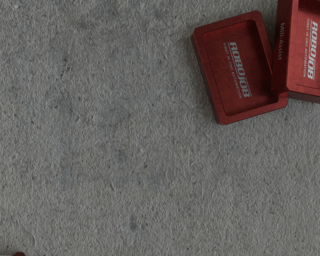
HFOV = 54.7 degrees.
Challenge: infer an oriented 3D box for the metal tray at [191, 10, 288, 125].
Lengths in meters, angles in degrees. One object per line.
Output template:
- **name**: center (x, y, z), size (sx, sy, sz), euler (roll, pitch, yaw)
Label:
- **metal tray**: center (0.103, -0.077, 0.407), size (0.090, 0.030, 0.129), euler (-17, 90, 0)

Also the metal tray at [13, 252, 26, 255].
- **metal tray**: center (-0.188, 0.243, 0.405), size (0.090, 0.030, 0.130), euler (-35, 90, 0)

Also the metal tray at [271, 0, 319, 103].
- **metal tray**: center (0.192, -0.100, 0.390), size (0.091, 0.030, 0.129), euler (8, 83, -15)
